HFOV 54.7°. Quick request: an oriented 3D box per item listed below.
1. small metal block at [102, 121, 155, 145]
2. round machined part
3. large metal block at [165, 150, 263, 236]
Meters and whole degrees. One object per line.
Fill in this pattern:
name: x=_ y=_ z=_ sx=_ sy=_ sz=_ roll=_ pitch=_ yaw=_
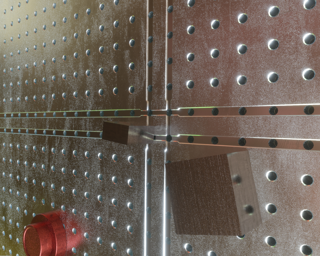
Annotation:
small metal block: x=-0.044 y=0.006 z=0.429 sx=0.050 sy=0.050 sz=0.025 roll=10 pitch=96 yaw=39
round machined part: x=-0.222 y=0.211 z=0.582 sx=0.098 sy=0.042 sz=0.097 roll=0 pitch=90 yaw=40
large metal block: x=0.058 y=0.072 z=0.345 sx=0.080 sy=0.050 sz=0.080 roll=-15 pitch=81 yaw=39
